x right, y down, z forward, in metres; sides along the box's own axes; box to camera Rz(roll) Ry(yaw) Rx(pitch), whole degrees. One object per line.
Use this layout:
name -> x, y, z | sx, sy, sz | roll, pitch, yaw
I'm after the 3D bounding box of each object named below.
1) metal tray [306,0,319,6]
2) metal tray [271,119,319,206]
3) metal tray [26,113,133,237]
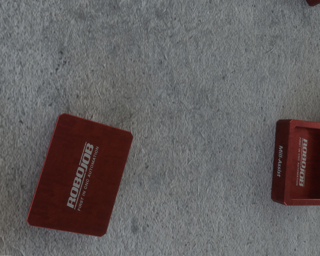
metal tray -> 0.243, -0.276, 0.495 | 0.090, 0.030, 0.130 | -46, 104, -14
metal tray -> 0.226, 0.054, 0.489 | 0.091, 0.030, 0.129 | 5, 88, -20
metal tray -> -0.094, 0.056, 0.372 | 0.091, 0.030, 0.129 | 17, 84, -19
